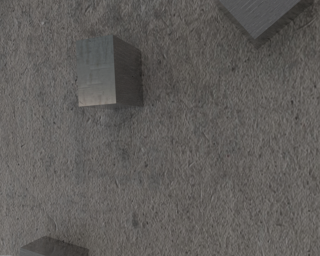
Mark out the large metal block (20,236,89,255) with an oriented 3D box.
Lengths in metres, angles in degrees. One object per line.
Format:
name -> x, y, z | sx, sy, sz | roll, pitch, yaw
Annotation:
large metal block -> -0.157, 0.214, 0.451 | 0.080, 0.050, 0.079 | 8, 93, 19

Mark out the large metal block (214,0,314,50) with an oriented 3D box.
large metal block -> 0.116, -0.151, 0.354 | 0.080, 0.050, 0.080 | -40, 77, 15

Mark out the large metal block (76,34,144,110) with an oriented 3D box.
large metal block -> -0.062, -0.067, 0.402 | 0.050, 0.080, 0.080 | -3, 89, 20
